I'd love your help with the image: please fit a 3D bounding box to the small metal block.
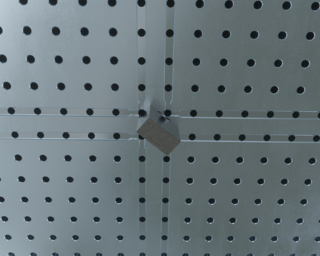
[{"bbox_3d":[-0.002,0.002,0.401,0.050,0.050,0.025,38,106,-13],"label":"small metal block"}]
